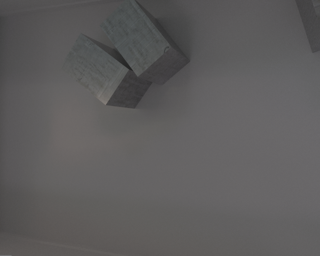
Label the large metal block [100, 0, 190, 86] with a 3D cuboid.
[{"bbox_3d":[-0.015,-0.104,0.387,0.050,0.080,0.080,-39,78,16],"label":"large metal block"}]

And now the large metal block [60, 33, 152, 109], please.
[{"bbox_3d":[-0.066,-0.071,0.404,0.080,0.080,0.050,39,102,16],"label":"large metal block"}]

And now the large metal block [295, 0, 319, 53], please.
[{"bbox_3d":[0.176,-0.132,0.319,0.050,0.080,0.080,-17,85,19],"label":"large metal block"}]
